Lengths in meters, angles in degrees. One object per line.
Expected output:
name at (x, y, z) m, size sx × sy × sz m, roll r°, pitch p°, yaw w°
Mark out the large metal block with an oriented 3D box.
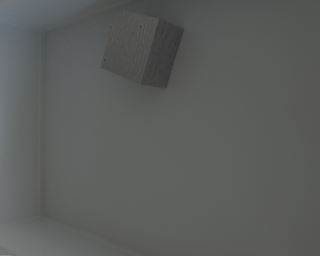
large metal block at (-0.025, -0.104, 0.409) m, size 0.080 × 0.050 × 0.079 m, roll 27°, pitch 107°, yaw 36°
